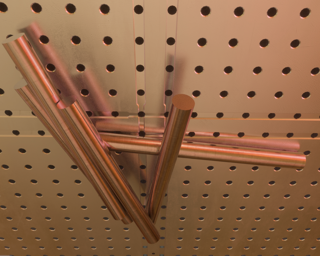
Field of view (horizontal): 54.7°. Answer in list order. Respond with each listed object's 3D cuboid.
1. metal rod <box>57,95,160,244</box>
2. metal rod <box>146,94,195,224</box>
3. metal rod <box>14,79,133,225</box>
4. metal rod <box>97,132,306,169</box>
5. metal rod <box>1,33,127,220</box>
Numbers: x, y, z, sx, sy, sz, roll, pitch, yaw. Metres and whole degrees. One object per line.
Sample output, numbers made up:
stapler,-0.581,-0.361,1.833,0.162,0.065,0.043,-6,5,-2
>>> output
metal rod,-0.059,0.079,0.442,0.025,0.025,0.299,-15,128,11
metal rod,0.003,0.069,0.443,0.025,0.025,0.298,6,138,-6
metal rod,-0.108,0.053,0.454,0.025,0.025,0.299,-16,129,13
metal rod,0.058,0.033,0.440,0.302,0.025,0.025,6,130,-6
metal rod,-0.108,0.021,0.405,0.025,0.025,0.299,-14,125,11
